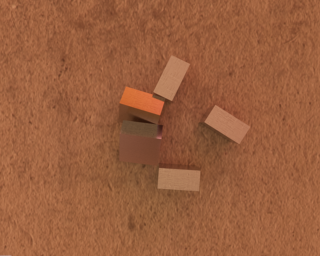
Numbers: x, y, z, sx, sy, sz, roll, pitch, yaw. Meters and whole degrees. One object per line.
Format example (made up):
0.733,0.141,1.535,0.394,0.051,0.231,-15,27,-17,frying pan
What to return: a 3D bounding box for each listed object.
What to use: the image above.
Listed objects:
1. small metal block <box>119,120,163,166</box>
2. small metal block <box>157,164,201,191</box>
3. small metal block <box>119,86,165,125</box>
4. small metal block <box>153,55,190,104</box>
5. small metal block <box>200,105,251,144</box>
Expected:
-0.025,0.020,0.396,0.050,0.025,0.050,7,133,-1,small metal block
0.023,0.062,0.398,0.050,0.050,0.025,4,90,-1,small metal block
-0.024,-0.022,0.394,0.050,0.050,0.025,17,63,-1,small metal block
0.014,-0.060,0.398,0.025,0.050,0.050,26,90,0,small metal block
0.081,-0.004,0.399,0.050,0.050,0.025,32,90,-1,small metal block
